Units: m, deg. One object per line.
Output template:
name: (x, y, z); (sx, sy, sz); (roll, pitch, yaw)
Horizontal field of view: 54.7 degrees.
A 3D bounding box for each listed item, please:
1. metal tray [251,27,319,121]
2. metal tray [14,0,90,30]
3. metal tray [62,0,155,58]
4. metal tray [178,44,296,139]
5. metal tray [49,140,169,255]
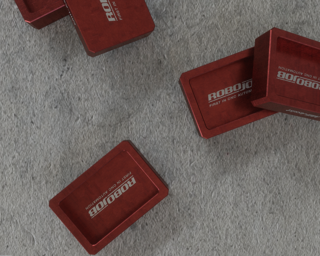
metal tray: (0.178, -0.061, 0.381); (0.131, 0.030, 0.090); (10, 79, -19)
metal tray: (-0.158, -0.209, 0.405); (0.090, 0.030, 0.130); (-27, 90, 0)
metal tray: (-0.073, -0.166, 0.387); (0.091, 0.030, 0.129); (-26, 98, -15)
metal tray: (0.100, -0.049, 0.408); (0.131, 0.030, 0.090); (-21, 90, 0)
metal tray: (-0.065, 0.088, 0.406); (0.130, 0.030, 0.090); (-39, 90, 0)
